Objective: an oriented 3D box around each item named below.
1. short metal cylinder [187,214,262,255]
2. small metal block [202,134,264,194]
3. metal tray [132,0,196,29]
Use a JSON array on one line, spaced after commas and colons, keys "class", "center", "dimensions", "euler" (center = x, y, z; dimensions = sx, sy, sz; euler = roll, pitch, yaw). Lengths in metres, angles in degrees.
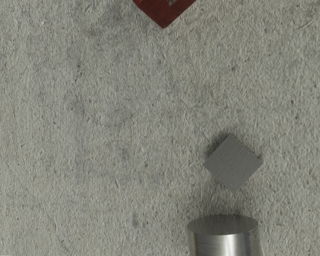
[{"class": "short metal cylinder", "center": [0.073, 0.135, 0.354], "dimensions": [0.080, 0.080, 0.050], "euler": [-6, 88, 20]}, {"class": "small metal block", "center": [0.089, 0.043, 0.377], "dimensions": [0.050, 0.025, 0.050], "euler": [43, 103, 15]}, {"class": "metal tray", "center": [0.030, -0.183, 0.363], "dimensions": [0.130, 0.090, 0.030], "euler": [-39, 78, 16]}]
